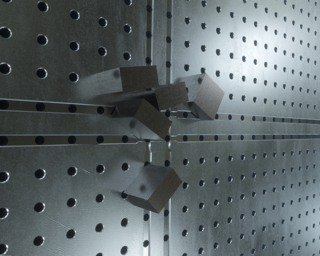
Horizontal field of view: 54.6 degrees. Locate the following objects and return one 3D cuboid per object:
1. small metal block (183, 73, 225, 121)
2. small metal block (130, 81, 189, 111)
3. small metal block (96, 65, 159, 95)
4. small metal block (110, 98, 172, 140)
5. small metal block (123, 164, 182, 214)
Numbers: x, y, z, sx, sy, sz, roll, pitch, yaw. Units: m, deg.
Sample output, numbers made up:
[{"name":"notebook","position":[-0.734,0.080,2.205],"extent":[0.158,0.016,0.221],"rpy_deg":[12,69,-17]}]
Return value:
[{"name":"small metal block","position":[0.065,-0.046,0.462],"extent":[0.050,0.025,0.050],"rpy_deg":[38,67,-33]},{"name":"small metal block","position":[-0.001,-0.039,0.391],"extent":[0.050,0.050,0.025],"rpy_deg":[-22,104,-38]},{"name":"small metal block","position":[-0.038,-0.056,0.360],"extent":[0.050,0.050,0.025],"rpy_deg":[-13,98,-39]},{"name":"small metal block","position":[-0.023,-0.010,0.373],"extent":[0.050,0.050,0.025],"rpy_deg":[38,67,-33]},{"name":"small metal block","position":[-0.009,0.073,0.384],"extent":[0.050,0.050,0.025],"rpy_deg":[-49,119,-29]}]
